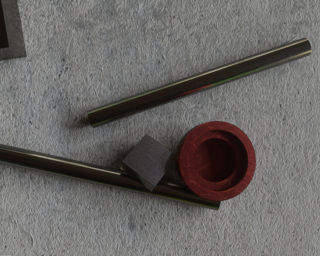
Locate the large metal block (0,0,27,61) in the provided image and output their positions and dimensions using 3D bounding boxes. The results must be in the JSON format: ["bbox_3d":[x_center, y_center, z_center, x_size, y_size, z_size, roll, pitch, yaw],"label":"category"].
[{"bbox_3d":[-0.227,-0.129,0.394,0.080,0.050,0.080,-10,90,-1],"label":"large metal block"}]

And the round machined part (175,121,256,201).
[{"bbox_3d":[0.068,0.041,0.397,0.099,0.042,0.097,1,86,-9],"label":"round machined part"}]

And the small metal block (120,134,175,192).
[{"bbox_3d":[-0.014,0.044,0.396,0.050,0.025,0.050,36,61,7],"label":"small metal block"}]

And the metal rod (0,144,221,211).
[{"bbox_3d":[-0.070,0.064,0.409,0.302,0.025,0.025,12,90,-1],"label":"metal rod"}]

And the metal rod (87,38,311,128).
[{"bbox_3d":[0.052,-0.060,0.410,0.302,0.025,0.025,-19,90,-1],"label":"metal rod"}]
